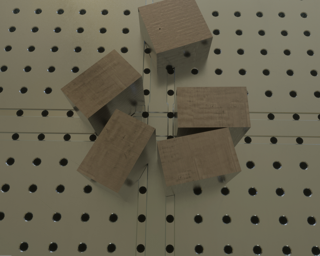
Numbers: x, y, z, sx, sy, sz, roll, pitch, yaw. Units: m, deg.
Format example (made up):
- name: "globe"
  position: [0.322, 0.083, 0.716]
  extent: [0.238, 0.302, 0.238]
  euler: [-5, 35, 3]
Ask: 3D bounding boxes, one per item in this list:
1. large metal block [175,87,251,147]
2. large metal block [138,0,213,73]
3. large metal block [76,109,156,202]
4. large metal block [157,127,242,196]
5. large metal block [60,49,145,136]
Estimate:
- name: "large metal block"
  position: [0.060, -0.011, 0.387]
  extent: [0.080, 0.080, 0.050]
  euler: [0, 70, 0]
- name: "large metal block"
  position: [0.020, -0.137, 0.449]
  extent: [0.080, 0.050, 0.080]
  euler: [-18, 71, -7]
- name: "large metal block"
  position: [-0.046, 0.036, 0.369]
  extent: [0.050, 0.080, 0.080]
  euler: [27, 72, 9]
- name: "large metal block"
  position: [0.041, 0.043, 0.367]
  extent: [0.080, 0.080, 0.050]
  euler: [-11, 71, -4]
- name: "large metal block"
  position: [-0.068, -0.039, 0.397]
  extent: [0.080, 0.080, 0.050]
  euler: [-41, 75, -13]
